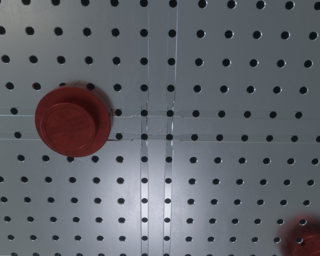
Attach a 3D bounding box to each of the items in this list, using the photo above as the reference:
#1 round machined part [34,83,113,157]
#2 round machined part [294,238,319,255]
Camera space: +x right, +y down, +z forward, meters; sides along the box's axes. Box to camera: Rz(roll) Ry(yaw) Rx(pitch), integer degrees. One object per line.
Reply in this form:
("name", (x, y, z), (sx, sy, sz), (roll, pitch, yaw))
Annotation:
("round machined part", (-0.113, -0.005, 0.401), (0.099, 0.042, 0.097), (0, 110, 0))
("round machined part", (0.252, 0.212, 0.484), (0.099, 0.042, 0.097), (0, 110, 0))
